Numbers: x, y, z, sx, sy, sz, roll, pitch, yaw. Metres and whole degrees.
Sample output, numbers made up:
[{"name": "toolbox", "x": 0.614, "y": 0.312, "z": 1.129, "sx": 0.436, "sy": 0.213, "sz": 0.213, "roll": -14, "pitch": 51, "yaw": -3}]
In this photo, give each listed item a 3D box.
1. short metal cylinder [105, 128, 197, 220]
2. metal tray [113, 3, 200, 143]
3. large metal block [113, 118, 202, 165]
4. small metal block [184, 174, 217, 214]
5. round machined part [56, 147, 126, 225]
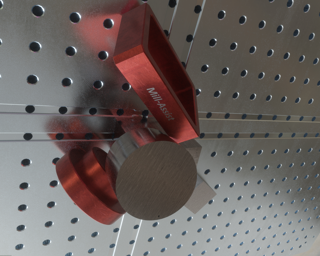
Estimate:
[{"name": "short metal cylinder", "x": -0.010, "y": 0.044, "z": 0.311, "sx": 0.081, "sy": 0.050, "sz": 0.079, "roll": -6, "pitch": 106, "yaw": -20}, {"name": "metal tray", "x": 0.002, "y": -0.055, "z": 0.335, "sx": 0.030, "sy": 0.090, "sz": 0.130, "roll": -19, "pitch": 133, "yaw": 20}, {"name": "large metal block", "x": -0.007, "y": 0.027, "z": 0.390, "sx": 0.081, "sy": 0.080, "sz": 0.050, "roll": -4, "pitch": 120, "yaw": -27}, {"name": "small metal block", "x": 0.058, "y": 0.108, "z": 0.512, "sx": 0.050, "sy": 0.025, "sz": 0.050, "roll": -43, "pitch": 130, "yaw": 1}, {"name": "round machined part", "x": -0.070, "y": 0.060, "z": 0.363, "sx": 0.042, "sy": 0.098, "sz": 0.098, "roll": -41, "pitch": 130, "yaw": 3}]
